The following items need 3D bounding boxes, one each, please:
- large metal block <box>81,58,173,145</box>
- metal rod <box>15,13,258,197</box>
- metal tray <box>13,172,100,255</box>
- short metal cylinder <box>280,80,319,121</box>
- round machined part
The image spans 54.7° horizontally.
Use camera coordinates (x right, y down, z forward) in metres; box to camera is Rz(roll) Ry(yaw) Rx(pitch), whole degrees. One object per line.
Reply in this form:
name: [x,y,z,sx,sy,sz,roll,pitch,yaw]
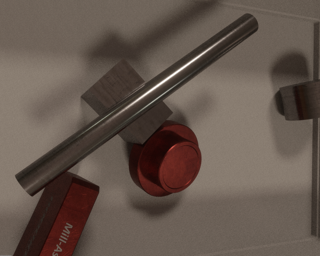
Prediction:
large metal block: [-0.042,-0.028,0.366,0.050,0.080,0.080,-46,105,-14]
metal rod: [-0.008,-0.036,0.323,0.301,0.025,0.025,-38,103,-17]
metal tray: [-0.116,0.111,0.327,0.030,0.090,0.130,28,77,-27]
short metal cylinder: [0.227,-0.044,0.467,0.081,0.080,0.050,-14,95,-20]
round machined part: [0.014,0.042,0.389,0.099,0.042,0.097,-14,114,-34]
